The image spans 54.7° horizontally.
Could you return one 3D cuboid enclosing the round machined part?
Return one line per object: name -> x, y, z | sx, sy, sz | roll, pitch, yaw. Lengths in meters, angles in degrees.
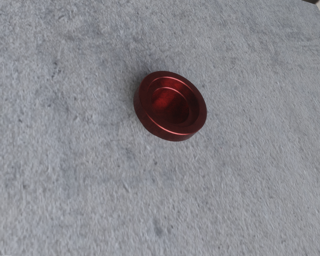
round machined part -> 0.010, -0.025, 0.415 | 0.099, 0.042, 0.098 | 14, 56, -21
